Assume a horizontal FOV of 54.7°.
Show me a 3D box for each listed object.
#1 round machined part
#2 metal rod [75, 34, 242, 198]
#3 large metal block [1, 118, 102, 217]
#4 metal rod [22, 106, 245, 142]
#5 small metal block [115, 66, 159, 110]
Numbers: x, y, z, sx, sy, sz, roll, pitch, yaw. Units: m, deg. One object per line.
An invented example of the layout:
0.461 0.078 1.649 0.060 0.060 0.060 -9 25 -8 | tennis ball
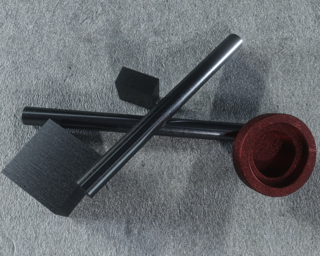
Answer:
0.133 0.031 0.377 0.099 0.042 0.097 -1 94 -12 | round machined part
0.014 -0.030 0.395 0.025 0.025 0.301 39 65 12 | metal rod
-0.123 0.049 0.375 0.080 0.050 0.080 34 73 11 | large metal block
-0.027 -0.004 0.409 0.302 0.025 0.025 5 70 1 | metal rod
-0.029 -0.052 0.413 0.050 0.050 0.025 20 71 7 | small metal block
